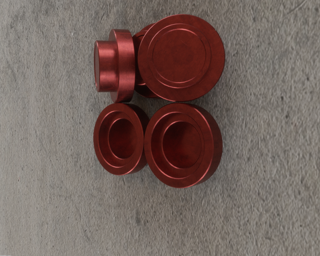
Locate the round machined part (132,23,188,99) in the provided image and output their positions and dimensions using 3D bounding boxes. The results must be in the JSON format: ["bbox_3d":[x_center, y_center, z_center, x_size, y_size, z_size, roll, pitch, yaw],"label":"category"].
[{"bbox_3d":[-0.010,-0.088,0.401,0.098,0.042,0.097,0,90,39],"label":"round machined part"}]

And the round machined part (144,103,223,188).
[{"bbox_3d":[0.031,0.020,0.368,0.098,0.042,0.097,0,90,39],"label":"round machined part"}]

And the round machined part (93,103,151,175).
[{"bbox_3d":[-0.045,0.015,0.430,0.098,0.042,0.097,0,90,39],"label":"round machined part"}]

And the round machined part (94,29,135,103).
[{"bbox_3d":[-0.064,-0.082,0.415,0.098,0.042,0.097,177,89,-73],"label":"round machined part"}]

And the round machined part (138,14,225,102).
[{"bbox_3d":[0.023,-0.078,0.346,0.099,0.042,0.097,1,95,8],"label":"round machined part"}]
